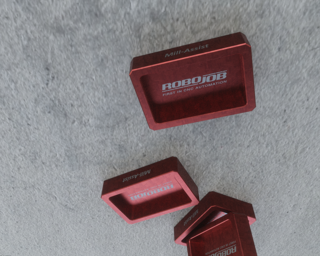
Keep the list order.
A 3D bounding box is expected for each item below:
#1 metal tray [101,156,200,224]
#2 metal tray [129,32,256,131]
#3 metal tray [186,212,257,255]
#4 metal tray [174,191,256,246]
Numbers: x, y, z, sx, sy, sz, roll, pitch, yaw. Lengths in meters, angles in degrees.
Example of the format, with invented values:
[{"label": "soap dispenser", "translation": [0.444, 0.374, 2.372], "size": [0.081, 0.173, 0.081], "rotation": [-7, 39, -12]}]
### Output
[{"label": "metal tray", "translation": [-0.014, 0.102, 0.490], "size": [0.130, 0.030, 0.090], "rotation": [-22, 127, 17]}, {"label": "metal tray", "translation": [0.040, -0.050, 0.361], "size": [0.131, 0.030, 0.090], "rotation": [-12, 130, 9]}, {"label": "metal tray", "translation": [0.096, 0.203, 0.506], "size": [0.030, 0.090, 0.129], "rotation": [17, 138, -28]}, {"label": "metal tray", "translation": [0.094, 0.171, 0.551], "size": [0.091, 0.030, 0.129], "rotation": [21, 127, -18]}]
